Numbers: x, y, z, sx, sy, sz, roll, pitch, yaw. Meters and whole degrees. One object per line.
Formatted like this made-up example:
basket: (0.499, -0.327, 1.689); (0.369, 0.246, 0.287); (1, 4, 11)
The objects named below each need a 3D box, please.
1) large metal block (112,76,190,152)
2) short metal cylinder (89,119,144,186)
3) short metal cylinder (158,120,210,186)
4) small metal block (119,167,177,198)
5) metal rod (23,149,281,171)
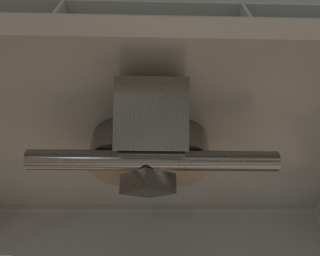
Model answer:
large metal block: (-0.009, -0.014, 0.352); (0.081, 0.050, 0.080); (1, 87, -1)
short metal cylinder: (-0.054, 0.033, 0.418); (0.081, 0.050, 0.079); (0, 130, 0)
short metal cylinder: (0.027, 0.034, 0.421); (0.081, 0.050, 0.079); (0, 130, 0)
small metal block: (-0.015, 0.070, 0.387); (0.050, 0.025, 0.050); (18, 152, -39)
metal rod: (-0.008, 0.039, 0.375); (0.302, 0.025, 0.025); (1, 130, -1)
